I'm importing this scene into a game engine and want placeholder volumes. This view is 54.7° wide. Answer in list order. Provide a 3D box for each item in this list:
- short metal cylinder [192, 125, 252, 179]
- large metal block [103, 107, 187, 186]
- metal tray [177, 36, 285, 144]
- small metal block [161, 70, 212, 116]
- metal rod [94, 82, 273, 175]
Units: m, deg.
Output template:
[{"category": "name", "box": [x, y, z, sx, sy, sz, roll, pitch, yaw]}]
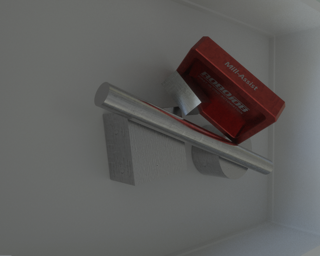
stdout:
[{"category": "short metal cylinder", "box": [0.095, 0.035, 0.471, 0.081, 0.050, 0.079, 0, 90, -40]}, {"category": "large metal block", "box": [-0.017, 0.018, 0.377, 0.081, 0.050, 0.079, -10, 97, -40]}, {"category": "metal tray", "box": [0.080, -0.044, 0.400, 0.130, 0.090, 0.030, 41, 60, 0]}, {"category": "small metal block", "box": [0.035, -0.044, 0.392, 0.050, 0.025, 0.050, 54, 21, 12]}, {"category": "metal rod", "box": [0.054, 0.014, 0.386, 0.302, 0.025, 0.025, 23, 76, -38]}]
